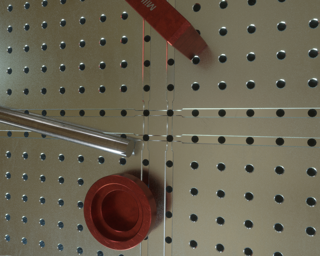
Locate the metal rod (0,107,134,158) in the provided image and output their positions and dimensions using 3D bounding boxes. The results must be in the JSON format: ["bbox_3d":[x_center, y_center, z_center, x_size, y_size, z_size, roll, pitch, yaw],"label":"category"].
[{"bbox_3d":[-0.180,-0.003,0.476,0.301,0.025,0.025,13,94,19],"label":"metal rod"}]

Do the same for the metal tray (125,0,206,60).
[{"bbox_3d":[-0.006,-0.145,0.380,0.030,0.090,0.130,-46,76,14],"label":"metal tray"}]

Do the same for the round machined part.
[{"bbox_3d":[-0.050,0.110,0.421,0.098,0.042,0.097,0,90,20],"label":"round machined part"}]
